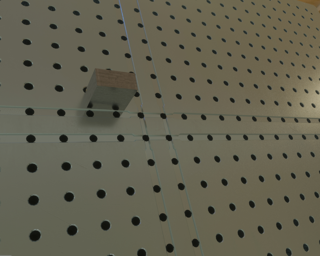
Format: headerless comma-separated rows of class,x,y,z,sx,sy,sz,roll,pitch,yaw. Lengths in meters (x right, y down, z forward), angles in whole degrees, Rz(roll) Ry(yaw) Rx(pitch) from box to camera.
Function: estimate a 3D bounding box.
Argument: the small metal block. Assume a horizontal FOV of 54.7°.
small metal block,-0.062,-0.047,0.388,0.050,0.050,0.025,3,61,-27
